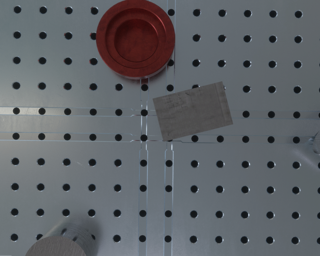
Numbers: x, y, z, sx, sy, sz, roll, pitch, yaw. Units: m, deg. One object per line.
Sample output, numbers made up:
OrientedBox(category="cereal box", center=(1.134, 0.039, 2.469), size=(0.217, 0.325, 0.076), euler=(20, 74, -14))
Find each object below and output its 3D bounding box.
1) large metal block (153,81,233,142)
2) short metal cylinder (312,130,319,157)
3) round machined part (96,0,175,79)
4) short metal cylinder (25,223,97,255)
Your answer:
OrientedBox(category="large metal block", center=(0.037, -0.019, 0.386), size=(0.080, 0.080, 0.050), euler=(-14, 90, 0))
OrientedBox(category="short metal cylinder", center=(0.242, 0.016, 0.388), size=(0.050, 0.080, 0.080), euler=(38, 90, 0))
OrientedBox(category="round machined part", center=(-0.030, -0.112, 0.404), size=(0.099, 0.042, 0.097), euler=(0, 90, 0))
OrientedBox(category="short metal cylinder", center=(-0.126, 0.170, 0.400), size=(0.081, 0.050, 0.080), euler=(0, 90, 0))
